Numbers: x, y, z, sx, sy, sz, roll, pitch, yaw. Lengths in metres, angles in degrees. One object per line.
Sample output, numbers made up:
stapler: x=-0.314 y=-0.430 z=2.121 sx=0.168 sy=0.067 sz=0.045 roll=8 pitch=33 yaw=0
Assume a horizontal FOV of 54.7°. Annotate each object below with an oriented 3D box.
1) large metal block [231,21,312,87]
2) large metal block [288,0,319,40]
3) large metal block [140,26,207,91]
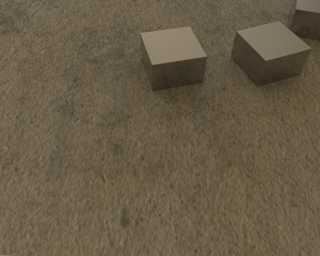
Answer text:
large metal block: x=0.171 y=-0.118 z=0.489 sx=0.081 sy=0.050 sz=0.080 roll=-17 pitch=52 yaw=-14
large metal block: x=0.283 y=-0.206 z=0.564 sx=0.080 sy=0.050 sz=0.080 roll=14 pitch=51 yaw=11
large metal block: x=0.018 y=-0.108 z=0.478 sx=0.081 sy=0.050 sz=0.080 roll=-11 pitch=51 yaw=-9
